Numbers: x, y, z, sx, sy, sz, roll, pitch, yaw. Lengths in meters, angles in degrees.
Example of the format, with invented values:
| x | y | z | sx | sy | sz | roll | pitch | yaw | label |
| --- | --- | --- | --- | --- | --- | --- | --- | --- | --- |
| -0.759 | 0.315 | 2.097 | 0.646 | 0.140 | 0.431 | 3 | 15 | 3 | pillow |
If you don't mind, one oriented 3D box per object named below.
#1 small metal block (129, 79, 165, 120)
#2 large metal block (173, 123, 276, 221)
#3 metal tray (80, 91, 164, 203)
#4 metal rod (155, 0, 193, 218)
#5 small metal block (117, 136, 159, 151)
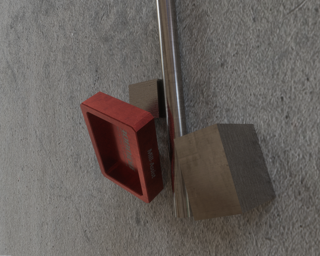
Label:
| x | y | z | sx | sy | sz | roll | pitch | yaw | label |
| --- | --- | --- | --- | --- | --- | --- | --- | --- | --- |
| -0.014 | -0.036 | 0.415 | 0.050 | 0.025 | 0.050 | -6 | 86 | 39 | small metal block |
| 0.067 | 0.041 | 0.313 | 0.050 | 0.081 | 0.080 | -23 | 76 | 37 | large metal block |
| -0.045 | 0.026 | 0.387 | 0.090 | 0.030 | 0.129 | 24 | 139 | 32 | metal tray |
| 0.017 | -0.042 | 0.388 | 0.025 | 0.025 | 0.298 | -8 | 85 | 39 | metal rod |
| -0.032 | 0.017 | 0.414 | 0.050 | 0.025 | 0.050 | 17 | 135 | 38 | small metal block |
